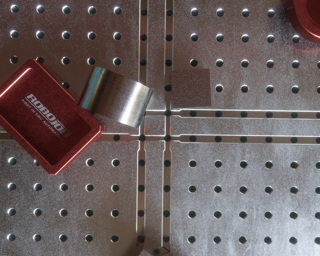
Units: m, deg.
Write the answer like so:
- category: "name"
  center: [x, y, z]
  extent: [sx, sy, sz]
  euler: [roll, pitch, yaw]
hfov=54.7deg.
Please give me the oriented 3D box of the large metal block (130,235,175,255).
- category: "large metal block"
  center: [-0.011, 0.202, 0.401]
  extent: [0.080, 0.050, 0.080]
  euler: [36, 90, -1]

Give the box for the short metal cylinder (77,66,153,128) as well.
- category: "short metal cylinder"
  center: [-0.055, -0.037, 0.385]
  extent: [0.080, 0.080, 0.050]
  euler: [22, 90, -1]

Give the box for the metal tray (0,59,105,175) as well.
- category: "metal tray"
  center: [-0.151, -0.014, 0.408]
  extent: [0.090, 0.030, 0.130]
  euler: [-45, 91, 0]

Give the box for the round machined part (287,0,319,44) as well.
- category: "round machined part"
  center: [0.215, -0.159, 0.408]
  extent: [0.099, 0.042, 0.097]
  euler: [0, 90, -1]

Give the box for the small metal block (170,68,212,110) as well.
- category: "small metal block"
  center: [0.040, -0.051, 0.414]
  extent: [0.050, 0.025, 0.050]
  euler: [-3, 90, -1]
